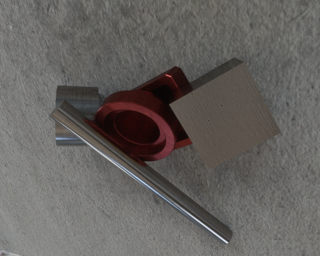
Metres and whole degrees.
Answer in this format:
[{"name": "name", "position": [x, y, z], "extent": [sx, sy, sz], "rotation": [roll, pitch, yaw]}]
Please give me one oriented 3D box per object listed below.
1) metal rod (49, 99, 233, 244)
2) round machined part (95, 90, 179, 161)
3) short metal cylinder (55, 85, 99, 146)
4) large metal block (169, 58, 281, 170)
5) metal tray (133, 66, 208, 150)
[{"name": "metal rod", "position": [-0.008, 0.069, 0.397], "extent": [0.300, 0.025, 0.025], "rotation": [41, 131, -23]}, {"name": "round machined part", "position": [-0.024, -0.007, 0.373], "extent": [0.098, 0.042, 0.097], "rotation": [11, 137, 11]}, {"name": "short metal cylinder", "position": [-0.109, -0.015, 0.410], "extent": [0.050, 0.080, 0.079], "rotation": [1, 126, -14]}, {"name": "large metal block", "position": [0.065, -0.017, 0.325], "extent": [0.080, 0.050, 0.080], "rotation": [-29, 104, 10]}, {"name": "metal tray", "position": [-0.009, -0.012, 0.401], "extent": [0.130, 0.030, 0.090], "rotation": [-22, 107, 36]}]
